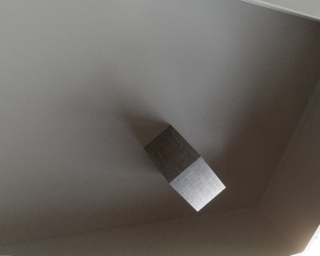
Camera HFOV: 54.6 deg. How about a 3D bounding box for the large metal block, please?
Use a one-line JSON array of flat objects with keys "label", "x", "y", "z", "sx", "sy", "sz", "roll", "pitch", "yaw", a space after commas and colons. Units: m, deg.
[{"label": "large metal block", "x": 0.033, "y": 0.054, "z": 0.424, "sx": 0.050, "sy": 0.080, "sz": 0.080, "roll": -41, "pitch": 129, "yaw": 0}]
